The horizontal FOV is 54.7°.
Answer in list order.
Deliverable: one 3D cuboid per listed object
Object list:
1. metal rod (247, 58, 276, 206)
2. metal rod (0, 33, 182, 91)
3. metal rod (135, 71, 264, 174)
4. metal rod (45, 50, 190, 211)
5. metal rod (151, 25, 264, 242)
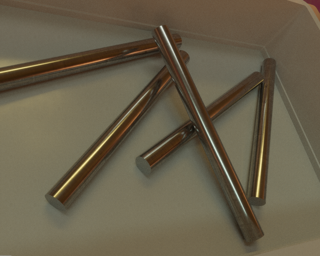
[{"bbox_3d":[0.170,-0.013,0.507,0.025,0.025,0.300,28,52,-11],"label":"metal rod"},{"bbox_3d":[-0.084,-0.094,0.418,0.302,0.025,0.025,-24,75,-37],"label":"metal rod"},{"bbox_3d":[0.077,-0.023,0.462,0.302,0.025,0.025,-35,82,-39],"label":"metal rod"},{"bbox_3d":[-0.034,-0.020,0.400,0.025,0.025,0.301,39,51,-3],"label":"metal rod"},{"bbox_3d":[0.059,0.002,0.407,0.025,0.025,0.299,-19,81,-35],"label":"metal rod"}]
